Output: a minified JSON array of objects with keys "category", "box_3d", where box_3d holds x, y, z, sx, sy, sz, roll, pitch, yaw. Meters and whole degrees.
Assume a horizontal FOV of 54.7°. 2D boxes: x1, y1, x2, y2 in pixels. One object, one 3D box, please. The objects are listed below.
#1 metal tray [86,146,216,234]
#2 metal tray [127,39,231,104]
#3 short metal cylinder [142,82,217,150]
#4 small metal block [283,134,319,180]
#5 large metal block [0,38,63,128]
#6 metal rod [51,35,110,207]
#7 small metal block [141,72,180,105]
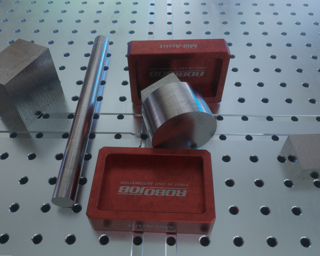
[{"category":"metal tray","box_3d":[-0.008,0.067,0.347,0.131,0.030,0.090,2,50,1]},{"category":"metal tray","box_3d":[0.024,-0.076,0.428,0.131,0.090,0.030,-2,50,-2]},{"category":"short metal cylinder","box_3d":[0.023,-0.010,0.380,0.081,0.080,0.050,-12,51,-10]},{"category":"small metal block","box_3d":[0.187,0.035,0.380,0.050,0.025,0.050,-2,50,-2]},{"category":"large metal block","box_3d":[-0.186,-0.061,0.421,0.050,0.080,0.080,20,53,16]},{"category":"metal rod","box_3d":[-0.103,-0.034,0.434,0.025,0.025,0.300,1,50,1]},{"category":"small metal block","box_3d":[0.003,-0.042,0.418,0.050,0.050,0.025,-33,74,-12]}]
